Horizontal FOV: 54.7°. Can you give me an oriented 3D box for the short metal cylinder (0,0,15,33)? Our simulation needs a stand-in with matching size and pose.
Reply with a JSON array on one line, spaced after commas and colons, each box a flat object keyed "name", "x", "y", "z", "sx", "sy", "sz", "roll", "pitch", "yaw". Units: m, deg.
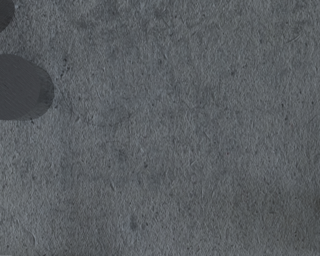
[{"name": "short metal cylinder", "x": -0.231, "y": -0.150, "z": 0.380, "sx": 0.080, "sy": 0.080, "sz": 0.050, "roll": -43, "pitch": 90, "yaw": 0}]

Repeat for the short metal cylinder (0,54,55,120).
[{"name": "short metal cylinder", "x": -0.184, "y": -0.049, "z": 0.396, "sx": 0.081, "sy": 0.050, "sz": 0.080, "roll": 0, "pitch": 90, "yaw": 0}]
